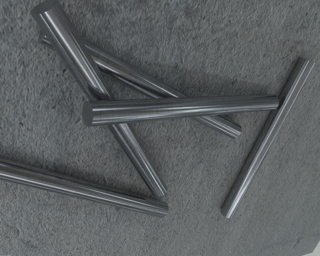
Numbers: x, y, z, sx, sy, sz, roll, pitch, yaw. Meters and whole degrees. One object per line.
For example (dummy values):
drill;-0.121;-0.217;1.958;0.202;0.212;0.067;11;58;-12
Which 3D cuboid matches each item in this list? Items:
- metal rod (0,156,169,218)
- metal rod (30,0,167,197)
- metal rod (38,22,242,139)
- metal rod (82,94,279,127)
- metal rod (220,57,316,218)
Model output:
metal rod;-0.104;0.077;0.397;0.301;0.025;0.025;26;104;-37
metal rod;-0.048;-0.004;0.358;0.025;0.025;0.299;-33;135;-7
metal rod;0.002;-0.043;0.380;0.302;0.025;0.025;23;106;-37
metal rod;0.051;-0.027;0.386;0.303;0.025;0.025;-6;122;-37
metal rod;0.172;0.028;0.517;0.025;0.025;0.298;7;115;-32
